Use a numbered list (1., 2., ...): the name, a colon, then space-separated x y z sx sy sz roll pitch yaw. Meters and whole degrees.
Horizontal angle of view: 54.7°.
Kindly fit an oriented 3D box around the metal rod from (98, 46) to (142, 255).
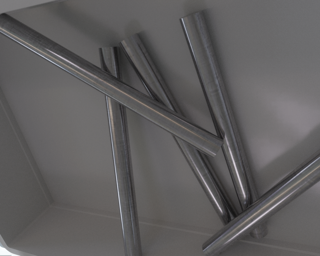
1. metal rod: -0.051 0.044 0.419 0.025 0.025 0.298 3 106 27

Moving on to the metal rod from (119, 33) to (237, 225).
1. metal rod: 0.035 0.019 0.401 0.025 0.025 0.299 -19 109 35

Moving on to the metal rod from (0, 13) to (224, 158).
1. metal rod: -0.062 -0.052 0.367 0.301 0.025 0.025 30 129 3

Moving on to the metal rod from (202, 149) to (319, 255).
1. metal rod: 0.146 0.070 0.351 0.025 0.025 0.298 39 122 2

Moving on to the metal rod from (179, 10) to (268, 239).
1. metal rod: 0.083 0.013 0.372 0.025 0.025 0.299 -8 115 32
